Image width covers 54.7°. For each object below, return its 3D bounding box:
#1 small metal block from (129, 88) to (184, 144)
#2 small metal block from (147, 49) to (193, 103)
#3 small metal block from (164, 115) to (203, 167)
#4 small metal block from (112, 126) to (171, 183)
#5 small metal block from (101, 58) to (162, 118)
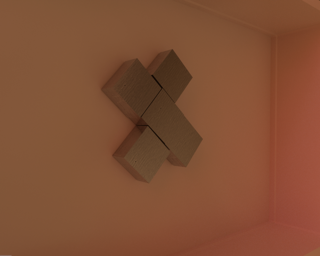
[{"bbox_3d":[-0.003,-0.015,0.400,0.050,0.025,0.050,49,61,-29],"label":"small metal block"},{"bbox_3d":[0.010,-0.067,0.411,0.050,0.025,0.050,49,60,-29],"label":"small metal block"},{"bbox_3d":[0.026,0.018,0.425,0.050,0.025,0.050,49,61,-29],"label":"small metal block"},{"bbox_3d":[-0.022,0.032,0.386,0.050,0.025,0.050,50,61,-28],"label":"small metal block"},{"bbox_3d":[-0.033,-0.047,0.376,0.050,0.025,0.050,49,61,-29],"label":"small metal block"}]
